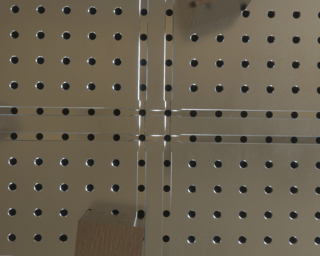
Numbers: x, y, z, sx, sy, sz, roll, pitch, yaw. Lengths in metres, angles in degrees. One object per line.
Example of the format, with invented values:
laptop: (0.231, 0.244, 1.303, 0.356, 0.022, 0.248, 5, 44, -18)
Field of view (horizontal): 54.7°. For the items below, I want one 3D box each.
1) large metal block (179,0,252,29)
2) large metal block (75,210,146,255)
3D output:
large metal block: (0.070, -0.173, 0.387, 0.080, 0.080, 0.050, -19, 90, 0)
large metal block: (-0.064, 0.156, 0.400, 0.081, 0.050, 0.079, 6, 90, -1)
